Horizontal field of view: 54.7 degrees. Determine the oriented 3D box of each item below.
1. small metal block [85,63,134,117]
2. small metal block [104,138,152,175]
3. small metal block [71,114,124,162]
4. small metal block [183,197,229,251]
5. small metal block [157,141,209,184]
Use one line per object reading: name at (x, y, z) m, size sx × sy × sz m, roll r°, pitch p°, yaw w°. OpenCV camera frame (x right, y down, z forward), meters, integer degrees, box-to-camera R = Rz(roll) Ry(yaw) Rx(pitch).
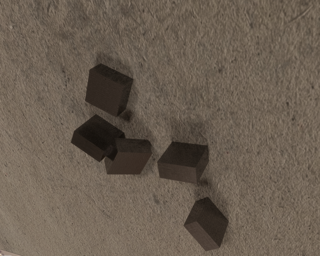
small metal block at (-0.068, -0.050, 0.410) m, size 0.050 × 0.025 × 0.050 m, roll 27°, pitch 128°, yaw 10°
small metal block at (-0.046, 0.041, 0.437) m, size 0.050 × 0.025 × 0.050 m, roll 5°, pitch 135°, yaw -28°
small metal block at (-0.089, 0.014, 0.444) m, size 0.050 × 0.050 × 0.025 m, roll 34°, pitch 130°, yaw 6°
small metal block at (0.066, 0.135, 0.438) m, size 0.025 × 0.050 × 0.050 m, roll -34°, pitch 100°, yaw 38°
small metal block at (0.031, 0.043, 0.400) m, size 0.050 × 0.050 × 0.025 m, roll 6°, pitch 121°, yaw 25°
